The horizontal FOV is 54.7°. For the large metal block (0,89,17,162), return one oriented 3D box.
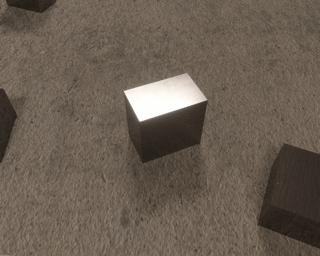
[{"bbox_3d":[-0.237,-0.002,0.386,0.081,0.050,0.080,-2,50,-3],"label":"large metal block"}]

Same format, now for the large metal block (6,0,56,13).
[{"bbox_3d":[-0.259,-0.278,0.598,0.080,0.080,0.050,17,52,13],"label":"large metal block"}]

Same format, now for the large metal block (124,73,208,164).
[{"bbox_3d":[0.006,-0.011,0.377,0.081,0.080,0.050,-18,53,-15],"label":"large metal block"}]

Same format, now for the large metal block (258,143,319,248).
[{"bbox_3d":[0.158,0.073,0.328,0.080,0.050,0.080,19,52,14],"label":"large metal block"}]
